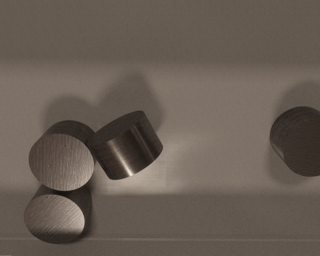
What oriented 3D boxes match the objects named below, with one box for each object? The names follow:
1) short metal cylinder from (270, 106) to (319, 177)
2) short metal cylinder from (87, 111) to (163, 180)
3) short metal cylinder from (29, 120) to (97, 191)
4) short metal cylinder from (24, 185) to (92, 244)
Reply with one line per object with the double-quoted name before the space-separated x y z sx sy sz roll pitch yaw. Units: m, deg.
"short metal cylinder" 0.193 0.017 0.407 0.081 0.050 0.079 0 110 -1
"short metal cylinder" -0.043 0.020 0.389 0.080 0.080 0.050 -26 108 9
"short metal cylinder" -0.123 0.035 0.409 0.081 0.050 0.079 0 110 -1
"short metal cylinder" -0.142 0.115 0.438 0.081 0.050 0.079 0 110 -1
